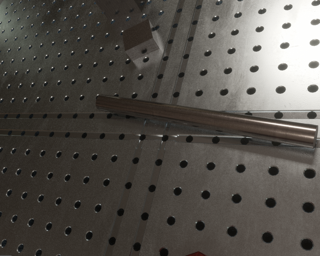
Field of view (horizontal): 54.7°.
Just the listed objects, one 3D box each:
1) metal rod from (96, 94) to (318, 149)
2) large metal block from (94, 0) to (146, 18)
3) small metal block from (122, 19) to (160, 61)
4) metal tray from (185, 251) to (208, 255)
[{"bbox_3d":[0.035,-0.015,0.397,0.300,0.025,0.025,11,67,32],"label":"metal rod"},{"bbox_3d":[-0.079,-0.255,0.569,0.080,0.080,0.050,3,63,29],"label":"large metal block"},{"bbox_3d":[-0.032,-0.146,0.513,0.050,0.025,0.050,-22,54,14],"label":"small metal block"},{"bbox_3d":[0.020,0.190,0.276,0.090,0.030,0.130,-24,53,13],"label":"metal tray"}]
